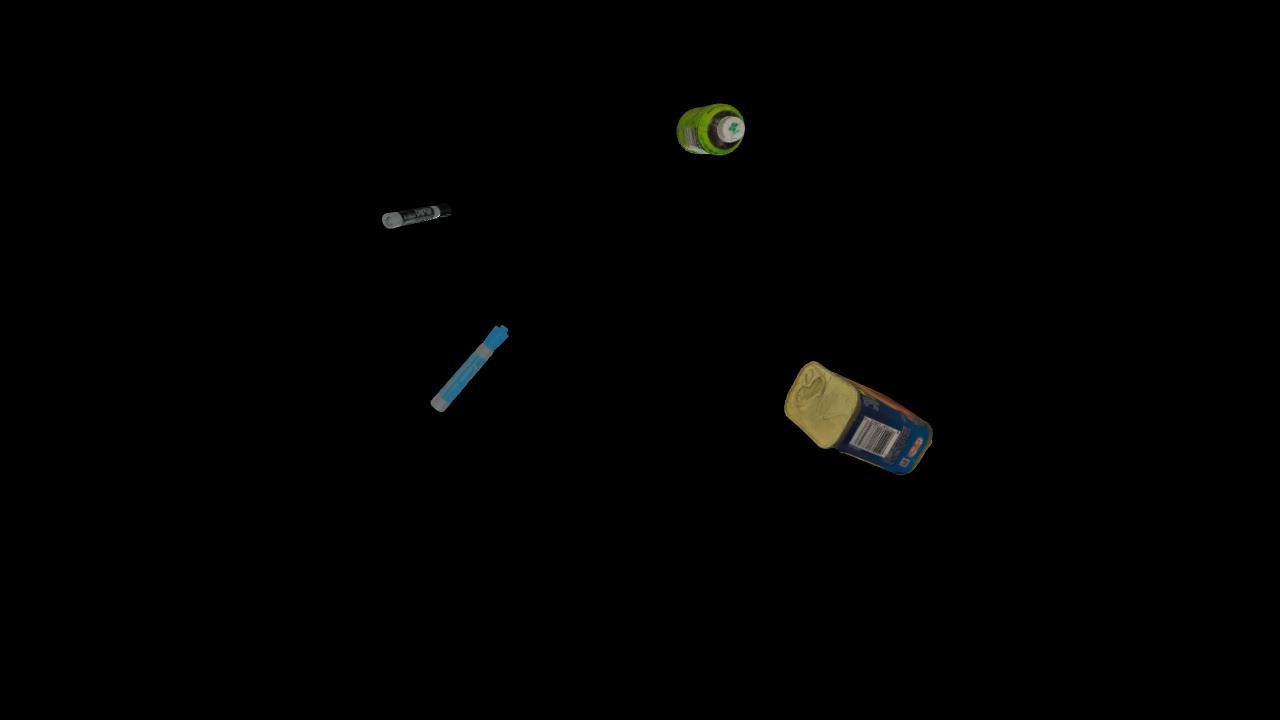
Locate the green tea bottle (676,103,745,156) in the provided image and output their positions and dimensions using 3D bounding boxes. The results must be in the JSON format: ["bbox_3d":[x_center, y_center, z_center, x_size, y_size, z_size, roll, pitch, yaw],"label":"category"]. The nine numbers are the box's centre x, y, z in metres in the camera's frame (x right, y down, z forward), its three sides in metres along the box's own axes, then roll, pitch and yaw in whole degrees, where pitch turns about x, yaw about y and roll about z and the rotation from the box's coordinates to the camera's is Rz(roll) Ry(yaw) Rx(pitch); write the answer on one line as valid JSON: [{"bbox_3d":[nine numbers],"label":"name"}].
[{"bbox_3d":[0.105,-0.330,0.887,0.073,0.073,0.212,0,22,-9],"label":"green tea bottle"}]

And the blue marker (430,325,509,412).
[{"bbox_3d":[-0.190,0.008,0.689,0.020,0.121,0.020,41,6,-5],"label":"blue marker"}]

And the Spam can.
[{"bbox_3d":[0.190,0.051,0.542,0.085,0.058,0.101,23,12,-16],"label":"Spam can"}]

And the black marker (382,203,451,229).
[{"bbox_3d":[-0.284,-0.188,0.796,0.020,0.020,0.121,0,20,21],"label":"black marker"}]
